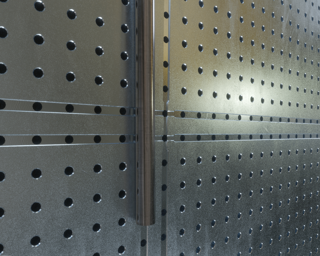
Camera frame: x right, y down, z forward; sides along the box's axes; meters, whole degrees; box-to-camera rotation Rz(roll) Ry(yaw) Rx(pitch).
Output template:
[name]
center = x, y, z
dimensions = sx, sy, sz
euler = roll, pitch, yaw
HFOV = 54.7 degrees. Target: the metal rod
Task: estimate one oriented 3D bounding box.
[metal rod]
center = -0.019, -0.028, 0.395
dimensions = 0.025, 0.025, 0.298
euler = 0, 90, -40
